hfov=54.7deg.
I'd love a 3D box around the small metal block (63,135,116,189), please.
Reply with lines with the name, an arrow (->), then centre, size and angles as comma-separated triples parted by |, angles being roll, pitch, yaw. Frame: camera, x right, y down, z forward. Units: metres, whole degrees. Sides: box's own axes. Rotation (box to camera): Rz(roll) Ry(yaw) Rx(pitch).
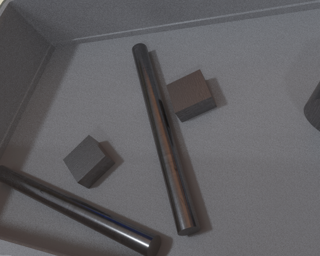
small metal block -> -0.098, 0.046, 0.427 | 0.050, 0.025, 0.050 | -44, 51, -3

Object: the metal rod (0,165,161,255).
metal rod -> -0.129, 0.099, 0.410 | 0.300, 0.025, 0.025 | 13, 68, 33

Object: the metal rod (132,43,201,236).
metal rod -> -0.001, -0.009, 0.410 | 0.025, 0.025, 0.299 | -25, 53, 13

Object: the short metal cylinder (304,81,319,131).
short metal cylinder -> 0.185, -0.022, 0.287 | 0.080, 0.080, 0.050 | 27, 76, 37

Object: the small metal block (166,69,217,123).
small metal block -> 0.041, -0.043, 0.409 | 0.050, 0.025, 0.050 | -24, 53, 13
